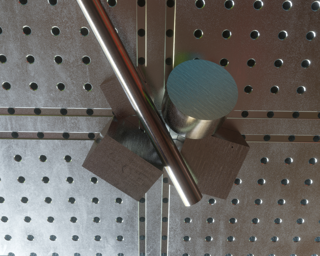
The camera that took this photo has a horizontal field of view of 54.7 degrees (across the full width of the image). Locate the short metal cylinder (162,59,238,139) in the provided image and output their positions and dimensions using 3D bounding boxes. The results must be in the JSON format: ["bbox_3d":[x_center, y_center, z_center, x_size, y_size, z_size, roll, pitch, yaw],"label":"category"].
[{"bbox_3d":[0.045,-0.033,0.365,0.081,0.080,0.050,8,153,-4],"label":"short metal cylinder"}]

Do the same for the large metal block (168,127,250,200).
[{"bbox_3d":[0.061,0.040,0.415,0.080,0.050,0.079,16,109,-7],"label":"large metal block"}]

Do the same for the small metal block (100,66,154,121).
[{"bbox_3d":[-0.041,-0.044,0.397,0.050,0.025,0.050,-23,109,8],"label":"small metal block"}]

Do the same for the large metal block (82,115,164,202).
[{"bbox_3d":[-0.043,0.034,0.396,0.080,0.080,0.050,35,106,-13],"label":"large metal block"}]

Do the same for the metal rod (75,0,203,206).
[{"bbox_3d":[-0.028,-0.042,0.365,0.025,0.025,0.299,-27,97,9],"label":"metal rod"}]
